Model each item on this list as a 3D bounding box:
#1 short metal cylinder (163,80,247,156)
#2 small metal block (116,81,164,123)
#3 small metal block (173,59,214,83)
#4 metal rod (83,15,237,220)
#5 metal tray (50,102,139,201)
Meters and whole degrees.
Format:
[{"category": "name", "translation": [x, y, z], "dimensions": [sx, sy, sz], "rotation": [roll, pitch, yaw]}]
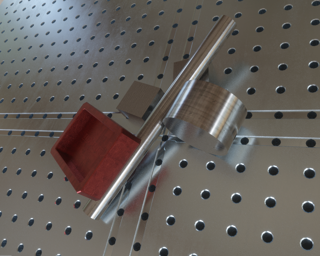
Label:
[{"category": "short metal cylinder", "translation": [0.051, -0.010, 0.352], "dimensions": [0.080, 0.080, 0.050], "rotation": [20, 72, 35]}, {"category": "small metal block", "translation": [-0.026, -0.036, 0.442], "dimensions": [0.050, 0.025, 0.050], "rotation": [21, 73, 35]}, {"category": "small metal block", "translation": [0.046, -0.069, 0.425], "dimensions": [0.050, 0.025, 0.050], "rotation": [-10, 57, 22]}, {"category": "metal rod", "translation": [0.001, -0.015, 0.392], "dimensions": [0.025, 0.025, 0.299], "rotation": [34, 87, 38]}, {"category": "metal tray", "translation": [-0.091, 0.025, 0.408], "dimensions": [0.090, 0.030, 0.130], "rotation": [-55, 38, -3]}]
